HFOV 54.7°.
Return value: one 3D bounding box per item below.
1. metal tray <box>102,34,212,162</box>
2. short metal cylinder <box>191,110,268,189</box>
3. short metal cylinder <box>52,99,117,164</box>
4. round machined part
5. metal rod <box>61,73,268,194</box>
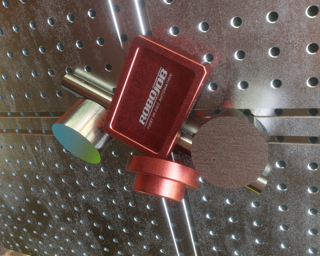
[{"bbox_3d":[-0.007,-0.034,0.372,0.090,0.030,0.129,28,115,10],"label":"metal tray"},{"bbox_3d":[0.080,0.022,0.351,0.080,0.050,0.079,4,102,16],"label":"short metal cylinder"},{"bbox_3d":[-0.103,0.005,0.437,0.080,0.050,0.080,23,146,17],"label":"short metal cylinder"},{"bbox_3d":[0.001,0.069,0.407,0.098,0.042,0.098,13,166,4],"label":"round machined part"},{"bbox_3d":[-0.001,0.002,0.413,0.301,0.025,0.025,28,128,10],"label":"metal rod"}]
